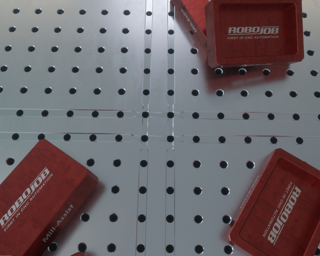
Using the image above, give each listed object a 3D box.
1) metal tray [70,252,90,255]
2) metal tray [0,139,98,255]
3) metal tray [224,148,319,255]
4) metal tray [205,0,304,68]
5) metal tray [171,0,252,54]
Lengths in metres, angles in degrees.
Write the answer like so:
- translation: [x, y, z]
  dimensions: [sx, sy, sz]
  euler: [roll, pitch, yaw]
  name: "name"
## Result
- translation: [-0.100, 0.213, 0.331]
  dimensions: [0.090, 0.030, 0.130]
  euler: [-24, 72, -9]
  name: "metal tray"
- translation: [-0.147, 0.086, 0.363]
  dimensions: [0.090, 0.030, 0.130]
  euler: [28, 71, 28]
  name: "metal tray"
- translation: [0.148, 0.101, 0.372]
  dimensions: [0.090, 0.030, 0.130]
  euler: [32, 73, 11]
  name: "metal tray"
- translation: [0.131, -0.133, 0.430]
  dimensions: [0.131, 0.030, 0.090]
  euler: [-5, 94, -11]
  name: "metal tray"
- translation: [0.084, -0.182, 0.476]
  dimensions: [0.090, 0.030, 0.130]
  euler: [-26, 72, -9]
  name: "metal tray"
